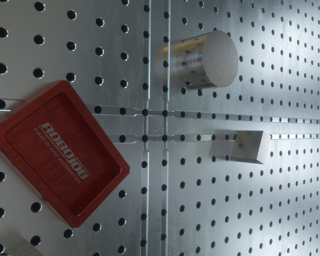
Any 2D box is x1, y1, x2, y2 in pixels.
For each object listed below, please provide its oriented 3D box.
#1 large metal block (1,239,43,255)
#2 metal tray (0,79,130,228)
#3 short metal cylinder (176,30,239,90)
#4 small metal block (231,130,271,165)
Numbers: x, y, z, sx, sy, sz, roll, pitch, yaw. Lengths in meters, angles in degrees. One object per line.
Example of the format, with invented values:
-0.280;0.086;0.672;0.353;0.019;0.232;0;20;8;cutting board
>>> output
-0.137;0.165;0.280;0.081;0.050;0.080;-28;108;-37;large metal block
-0.100;0.027;0.323;0.090;0.030;0.130;-47;118;-30;metal tray
0.070;-0.097;0.454;0.081;0.050;0.079;0;90;-40;short metal cylinder
0.154;0.032;0.525;0.025;0.050;0.050;30;71;-37;small metal block
